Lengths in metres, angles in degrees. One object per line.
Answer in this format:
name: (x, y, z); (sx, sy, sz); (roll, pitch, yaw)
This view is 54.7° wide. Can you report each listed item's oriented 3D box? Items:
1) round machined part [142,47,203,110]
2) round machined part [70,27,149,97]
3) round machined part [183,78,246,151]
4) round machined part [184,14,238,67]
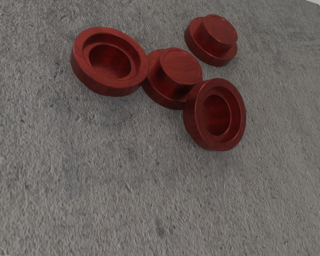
round machined part: (0.023, -0.078, 0.453); (0.099, 0.042, 0.098); (14, 56, -21)
round machined part: (-0.067, -0.081, 0.406); (0.099, 0.042, 0.098); (14, 56, -21)
round machined part: (0.070, -0.017, 0.425); (0.099, 0.042, 0.097); (4, 84, -36)
round machined part: (0.095, -0.159, 0.541); (0.099, 0.042, 0.098); (14, 56, -21)
